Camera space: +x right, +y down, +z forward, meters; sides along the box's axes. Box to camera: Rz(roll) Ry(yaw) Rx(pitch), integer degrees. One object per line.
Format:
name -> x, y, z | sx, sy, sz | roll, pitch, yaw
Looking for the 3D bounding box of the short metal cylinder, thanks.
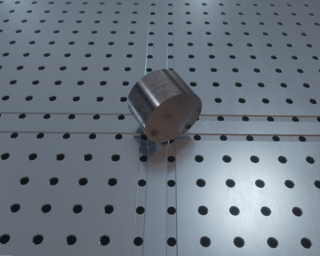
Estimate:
short metal cylinder -> 0.006, -0.028, 0.394 | 0.081, 0.080, 0.050 | -22, 53, -18
